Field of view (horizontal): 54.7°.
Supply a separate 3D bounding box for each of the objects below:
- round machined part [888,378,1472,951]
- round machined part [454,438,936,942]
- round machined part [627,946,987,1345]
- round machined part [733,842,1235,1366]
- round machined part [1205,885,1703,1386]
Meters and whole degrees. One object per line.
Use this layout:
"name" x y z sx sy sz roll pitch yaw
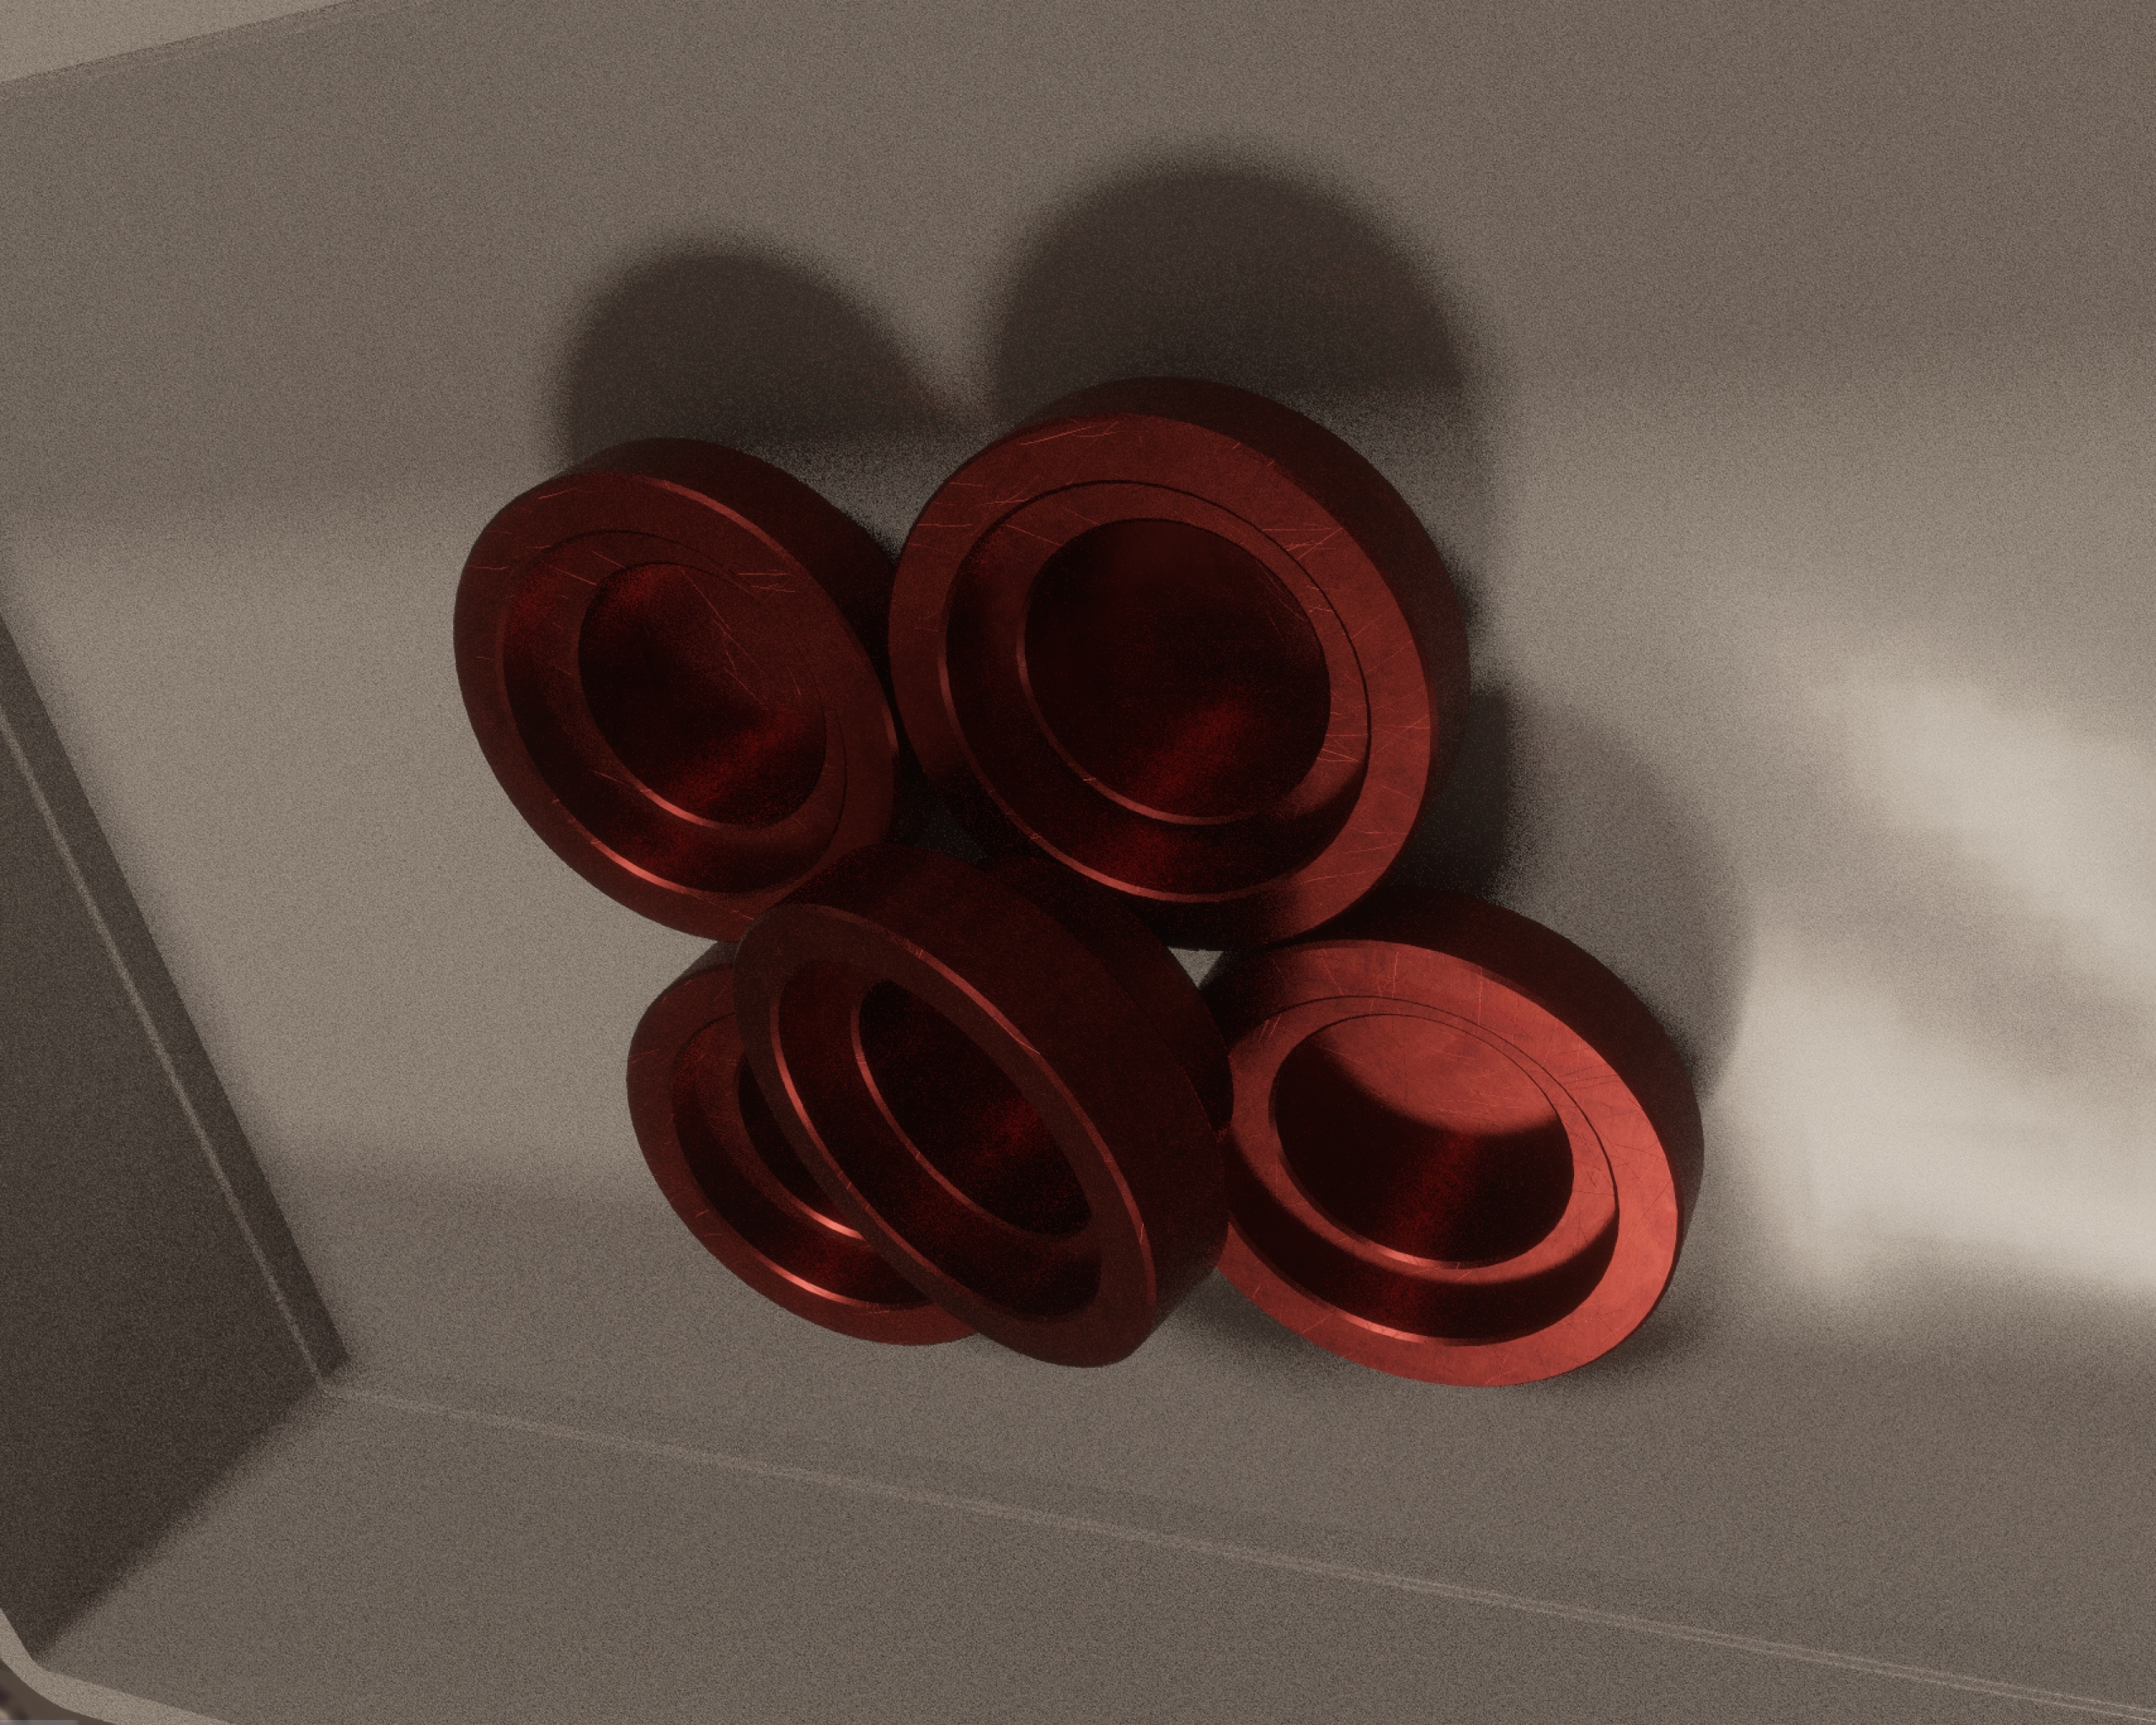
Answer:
"round machined part" 0.020 -0.037 0.361 0.098 0.042 0.097 13 124 20
"round machined part" -0.068 -0.036 0.407 0.098 0.042 0.097 13 124 20
"round machined part" -0.044 0.053 0.450 0.098 0.042 0.097 13 124 20
"round machined part" -0.012 0.037 0.368 0.098 0.042 0.097 30 141 28
"round machined part" 0.066 0.046 0.388 0.098 0.042 0.097 13 124 20
